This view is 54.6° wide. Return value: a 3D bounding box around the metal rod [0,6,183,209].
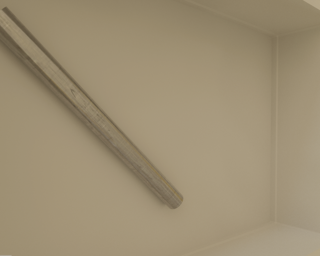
[{"bbox_3d":[-0.064,-0.001,0.352,0.300,0.025,0.025,50,61,-28],"label":"metal rod"}]
